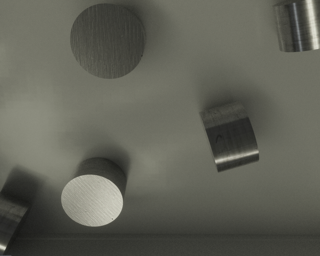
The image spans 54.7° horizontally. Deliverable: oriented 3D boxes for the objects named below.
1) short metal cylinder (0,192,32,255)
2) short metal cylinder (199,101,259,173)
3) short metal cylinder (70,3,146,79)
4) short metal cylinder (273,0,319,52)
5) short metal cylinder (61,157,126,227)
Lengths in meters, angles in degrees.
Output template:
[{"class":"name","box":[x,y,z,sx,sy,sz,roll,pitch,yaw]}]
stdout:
[{"class":"short metal cylinder","box":[-0.222,0.134,0.428,0.050,0.080,0.080,26,108,-10]},{"class":"short metal cylinder","box":[0.085,0.011,0.387,0.050,0.080,0.080,-17,110,6]},{"class":"short metal cylinder","box":[-0.057,-0.101,0.360,0.081,0.050,0.079,0,110,-1]},{"class":"short metal cylinder","box":[0.170,-0.120,0.340,0.080,0.080,0.050,-16,110,5]},{"class":"short metal cylinder","box":[-0.089,0.088,0.429,0.081,0.050,0.079,0,110,-1]}]
